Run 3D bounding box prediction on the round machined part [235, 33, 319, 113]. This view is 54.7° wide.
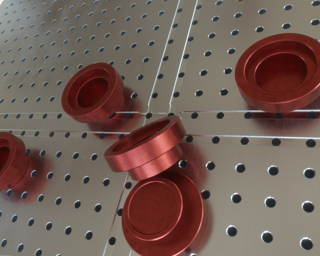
[{"bbox_3d":[0.141,-0.059,0.359,0.098,0.042,0.098,-13,56,20],"label":"round machined part"}]

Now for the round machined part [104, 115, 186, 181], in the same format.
[{"bbox_3d":[-0.013,0.026,0.365,0.098,0.042,0.098,-26,11,6],"label":"round machined part"}]

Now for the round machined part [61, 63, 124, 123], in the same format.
[{"bbox_3d":[-0.098,-0.049,0.477,0.098,0.042,0.098,-13,56,20],"label":"round machined part"}]

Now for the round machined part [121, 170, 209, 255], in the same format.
[{"bbox_3d":[0.000,0.092,0.340,0.098,0.042,0.098,-13,56,20],"label":"round machined part"}]

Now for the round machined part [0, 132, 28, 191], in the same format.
[{"bbox_3d":[-0.251,0.058,0.490,0.098,0.042,0.098,-13,56,20],"label":"round machined part"}]
